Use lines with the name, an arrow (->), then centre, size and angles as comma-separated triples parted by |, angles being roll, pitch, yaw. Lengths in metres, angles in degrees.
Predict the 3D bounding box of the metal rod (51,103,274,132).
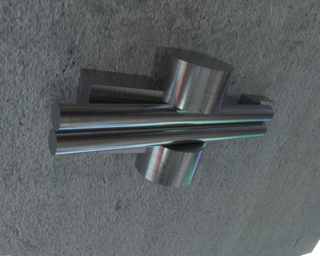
metal rod -> 0.031, -0.015, 0.358 | 0.302, 0.025, 0.025 | -3, 120, -36

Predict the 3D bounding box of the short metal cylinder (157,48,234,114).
short metal cylinder -> 0.039, -0.056, 0.359 | 0.081, 0.080, 0.050 | 1, 118, -29

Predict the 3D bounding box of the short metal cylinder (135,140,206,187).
short metal cylinder -> 0.013, 0.031, 0.399 | 0.081, 0.080, 0.050 | 1, 118, -29

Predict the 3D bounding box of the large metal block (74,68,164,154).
large metal block -> -0.051, -0.018, 0.353 | 0.081, 0.050, 0.079 | 2, 118, -29

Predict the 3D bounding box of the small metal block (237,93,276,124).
small metal block -> 0.141, -0.023, 0.472 | 0.050, 0.025, 0.050 | 3, 117, -30

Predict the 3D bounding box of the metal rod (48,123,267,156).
metal rod -> 0.025, 0.007, 0.368 | 0.302, 0.025, 0.025 | -3, 120, -36
